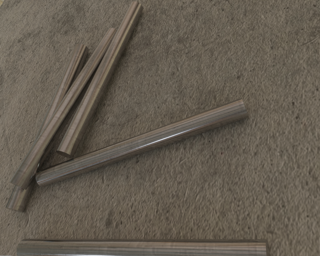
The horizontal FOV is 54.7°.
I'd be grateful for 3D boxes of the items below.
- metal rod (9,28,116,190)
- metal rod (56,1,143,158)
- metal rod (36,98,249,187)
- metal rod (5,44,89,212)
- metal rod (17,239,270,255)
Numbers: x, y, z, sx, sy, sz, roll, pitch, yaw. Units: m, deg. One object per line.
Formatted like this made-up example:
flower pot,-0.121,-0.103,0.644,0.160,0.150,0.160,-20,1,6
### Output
metal rod,-0.139,-0.044,0.490,0.025,0.025,0.300,9,62,32
metal rod,-0.088,-0.091,0.498,0.025,0.025,0.300,4,61,30
metal rod,-0.035,0.025,0.407,0.301,0.025,0.025,-20,54,16
metal rod,-0.175,-0.015,0.504,0.025,0.025,0.300,-1,61,28
metal rod,-0.038,0.135,0.340,0.300,0.025,0.025,-9,58,23
